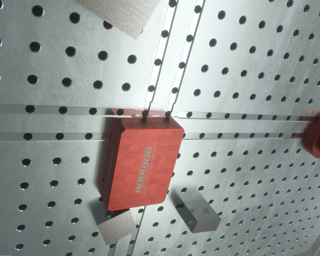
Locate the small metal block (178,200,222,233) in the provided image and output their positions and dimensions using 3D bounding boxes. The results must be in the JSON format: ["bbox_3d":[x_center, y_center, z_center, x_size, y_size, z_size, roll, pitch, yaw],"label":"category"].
[{"bbox_3d":[0.067,0.149,0.526,0.050,0.050,0.025,5,116,-31],"label":"small metal block"}]

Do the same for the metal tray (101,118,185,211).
[{"bbox_3d":[-0.026,0.050,0.427,0.091,0.030,0.129,-1,119,-28],"label":"metal tray"}]

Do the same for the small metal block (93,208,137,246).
[{"bbox_3d":[-0.067,0.141,0.464,0.050,0.025,0.050,-23,127,-15],"label":"small metal block"}]

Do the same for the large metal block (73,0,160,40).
[{"bbox_3d":[-0.041,-0.142,0.286,0.080,0.050,0.080,24,105,-37],"label":"large metal block"}]

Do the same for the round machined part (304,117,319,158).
[{"bbox_3d":[0.332,0.019,0.597,0.099,0.042,0.097,-14,125,-21],"label":"round machined part"}]
